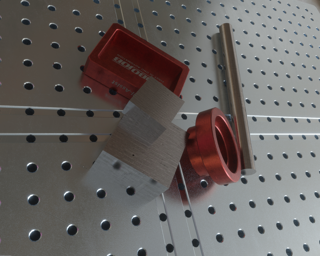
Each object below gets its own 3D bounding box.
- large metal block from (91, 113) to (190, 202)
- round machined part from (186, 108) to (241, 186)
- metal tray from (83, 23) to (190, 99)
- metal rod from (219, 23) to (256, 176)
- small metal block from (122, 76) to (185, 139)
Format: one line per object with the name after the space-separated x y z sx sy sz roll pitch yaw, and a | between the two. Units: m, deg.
-0.021 0.027 0.366 0.080 0.050 0.080 32 51 -8 | large metal block
0.067 0.026 0.400 0.098 0.042 0.098 42 39 -46 | round machined part
-0.029 -0.083 0.440 0.131 0.030 0.090 29 52 -10 | metal tray
0.125 -0.065 0.517 0.025 0.025 0.299 14 56 -21 | metal rod
-0.007 -0.024 0.357 0.050 0.025 0.050 37 50 -3 | small metal block
